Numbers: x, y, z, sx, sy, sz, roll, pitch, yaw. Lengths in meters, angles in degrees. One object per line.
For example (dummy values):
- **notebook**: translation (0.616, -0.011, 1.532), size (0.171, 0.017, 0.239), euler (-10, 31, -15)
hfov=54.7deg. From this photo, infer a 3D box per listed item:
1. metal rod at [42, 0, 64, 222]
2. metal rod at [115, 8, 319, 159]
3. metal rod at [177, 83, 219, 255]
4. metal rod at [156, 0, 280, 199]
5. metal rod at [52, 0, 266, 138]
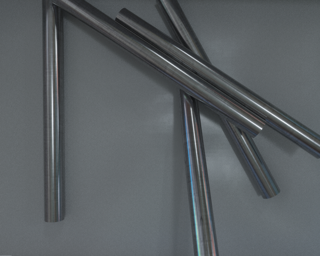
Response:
- **metal rod**: translation (-0.141, -0.028, 0.409), size (0.025, 0.025, 0.298), euler (-1, 90, -1)
- **metal rod**: translation (0.073, -0.058, 0.385), size (0.301, 0.025, 0.025), euler (34, 90, 5)
- **metal rod**: translation (0.043, 0.060, 0.350), size (0.025, 0.025, 0.299), euler (-4, 65, 0)
- **metal rod**: translation (0.077, -0.043, 0.412), size (0.025, 0.025, 0.299), euler (-29, 90, 0)
- **metal rod**: translation (-0.005, -0.083, 0.379), size (0.301, 0.025, 0.025), euler (35, 90, 5)
